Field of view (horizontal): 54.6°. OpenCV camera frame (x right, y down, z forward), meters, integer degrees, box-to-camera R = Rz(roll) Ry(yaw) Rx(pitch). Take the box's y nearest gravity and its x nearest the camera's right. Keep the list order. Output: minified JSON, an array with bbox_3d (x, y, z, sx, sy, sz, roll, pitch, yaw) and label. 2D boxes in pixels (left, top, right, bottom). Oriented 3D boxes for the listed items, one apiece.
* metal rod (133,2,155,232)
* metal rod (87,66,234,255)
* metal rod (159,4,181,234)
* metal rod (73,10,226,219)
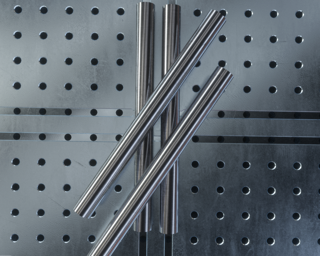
[{"bbox_3d":[-0.021,-0.014,0.414,0.025,0.025,0.298,1,90,0],"label":"metal rod"},{"bbox_3d":[-0.003,0.053,0.388,0.025,0.025,0.299,35,90,0],"label":"metal rod"},{"bbox_3d":[0.014,-0.011,0.414,0.025,0.025,0.298,1,90,0],"label":"metal rod"},{"bbox_3d":[-0.013,-0.017,0.389,0.025,0.025,0.299,35,90,0],"label":"metal rod"}]
